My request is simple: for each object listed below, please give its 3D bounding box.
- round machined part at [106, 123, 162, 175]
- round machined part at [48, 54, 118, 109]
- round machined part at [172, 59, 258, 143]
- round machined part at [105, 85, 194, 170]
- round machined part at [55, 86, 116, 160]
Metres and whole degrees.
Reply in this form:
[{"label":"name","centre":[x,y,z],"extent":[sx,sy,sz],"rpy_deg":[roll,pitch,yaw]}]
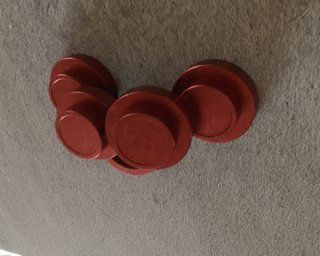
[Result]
[{"label":"round machined part","centre":[-0.036,0.013,0.423],"extent":[0.098,0.042,0.097],"rpy_deg":[13,124,20]},{"label":"round machined part","centre":[-0.111,-0.048,0.423],"extent":[0.098,0.042,0.097],"rpy_deg":[13,124,20]},{"label":"round machined part","centre":[0.057,-0.024,0.350],"extent":[0.098,0.042,0.097],"rpy_deg":[13,124,20]},{"label":"round machined part","centre":[-0.014,0.006,0.340],"extent":[0.098,0.042,0.097],"rpy_deg":[5,117,10]},{"label":"round machined part","centre":[-0.090,0.000,0.388],"extent":[0.098,0.042,0.097],"rpy_deg":[13,124,20]}]
